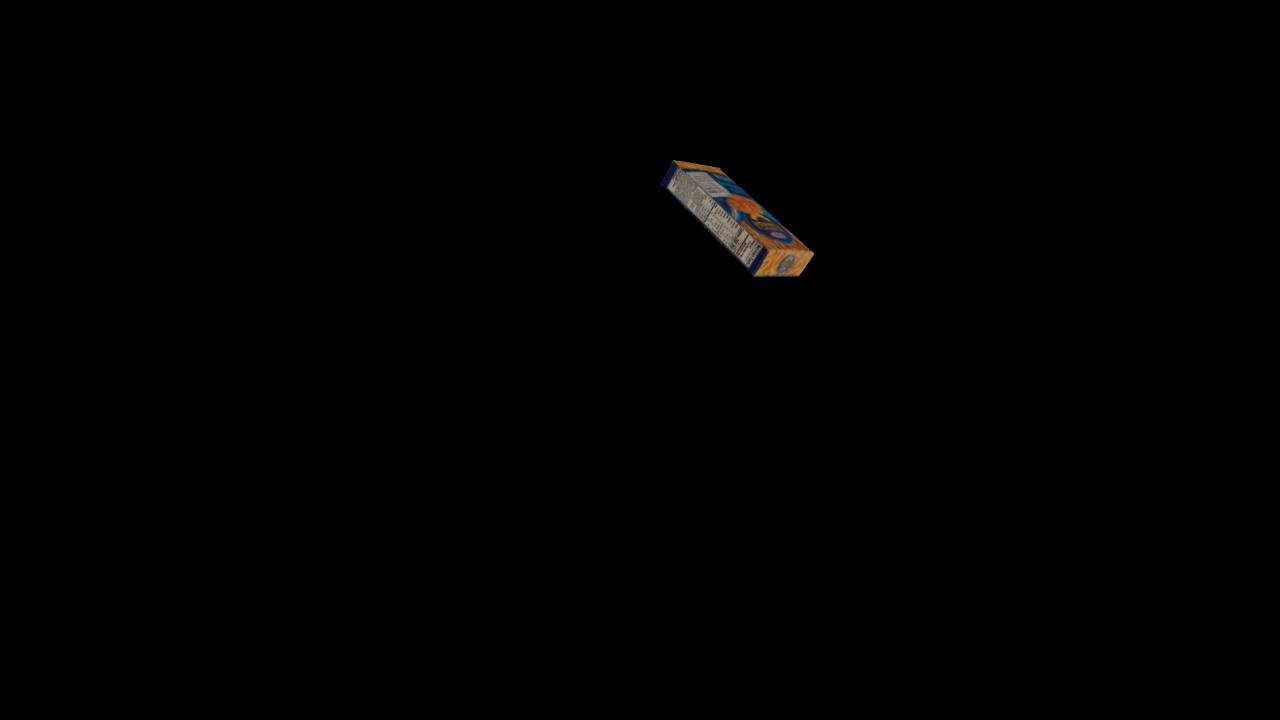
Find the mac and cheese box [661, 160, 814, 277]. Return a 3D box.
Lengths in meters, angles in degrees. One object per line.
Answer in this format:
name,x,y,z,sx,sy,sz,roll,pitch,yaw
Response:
mac and cheese box,0.113,-0.169,0.731,0.093,0.041,0.184,-7,48,-44
